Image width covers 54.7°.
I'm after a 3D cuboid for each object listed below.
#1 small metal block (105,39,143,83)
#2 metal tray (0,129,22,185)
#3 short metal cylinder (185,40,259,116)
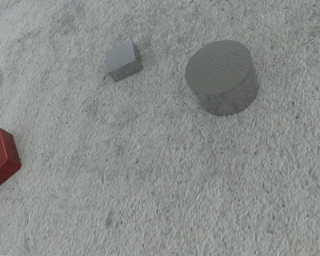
[{"bbox_3d":[-0.059,-0.109,0.501,0.050,0.025,0.050,-23,53,14],"label":"small metal block"},{"bbox_3d":[-0.299,0.071,0.515,0.130,0.030,0.090,-40,51,1],"label":"metal tray"},{"bbox_3d":[0.077,-0.062,0.385,0.080,0.050,0.080,-13,56,21],"label":"short metal cylinder"}]
